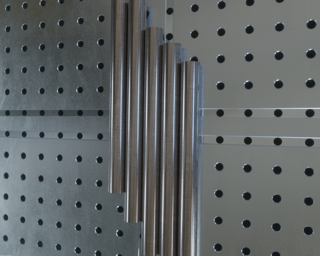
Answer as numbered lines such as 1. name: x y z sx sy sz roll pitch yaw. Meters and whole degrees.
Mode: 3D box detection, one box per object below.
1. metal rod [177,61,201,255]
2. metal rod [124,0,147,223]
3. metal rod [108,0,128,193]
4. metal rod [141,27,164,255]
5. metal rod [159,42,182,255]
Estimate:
1. metal rod: 0.037 0.066 0.398 0.025 0.025 0.298 1 90 19
2. metal rod: -0.033 -0.023 0.422 0.025 0.025 0.298 1 90 19
3. metal rod: -0.057 -0.060 0.431 0.025 0.025 0.298 1 90 19
4. metal rod: -0.010 0.018 0.414 0.025 0.025 0.298 1 90 19
5. metal rod: 0.013 0.040 0.406 0.025 0.025 0.298 1 90 19
